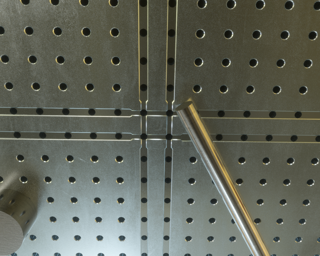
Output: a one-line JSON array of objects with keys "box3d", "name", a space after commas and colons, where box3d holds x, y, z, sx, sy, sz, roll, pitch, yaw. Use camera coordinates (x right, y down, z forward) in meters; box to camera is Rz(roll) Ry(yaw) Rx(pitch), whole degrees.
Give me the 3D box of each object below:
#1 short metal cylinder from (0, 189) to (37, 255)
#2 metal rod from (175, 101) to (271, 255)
[{"box3d": [-0.228, 0.136, 0.448, 0.081, 0.050, 0.079, 0, 110, 0], "name": "short metal cylinder"}, {"box3d": [0.101, 0.095, 0.449, 0.025, 0.025, 0.299, -26, 108, 9], "name": "metal rod"}]
